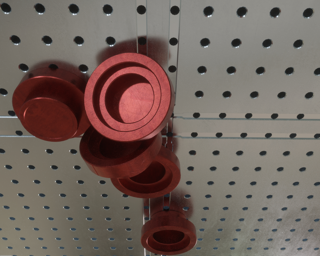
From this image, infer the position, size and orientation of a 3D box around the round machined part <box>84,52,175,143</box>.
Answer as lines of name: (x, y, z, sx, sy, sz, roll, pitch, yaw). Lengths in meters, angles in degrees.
round machined part: (-0.031, -0.032, 0.350, 0.098, 0.098, 0.042, -13, 171, 11)

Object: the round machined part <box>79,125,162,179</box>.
round machined part: (-0.045, 0.023, 0.383, 0.098, 0.098, 0.042, -10, 132, 8)

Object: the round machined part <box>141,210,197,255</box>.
round machined part: (0.015, 0.185, 0.558, 0.099, 0.042, 0.097, 0, 130, 0)

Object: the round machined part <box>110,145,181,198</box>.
round machined part: (-0.020, 0.055, 0.446, 0.099, 0.042, 0.097, 0, 132, 0)

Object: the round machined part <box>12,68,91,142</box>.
round machined part: (-0.131, -0.021, 0.381, 0.099, 0.042, 0.097, 0, 130, 0)
